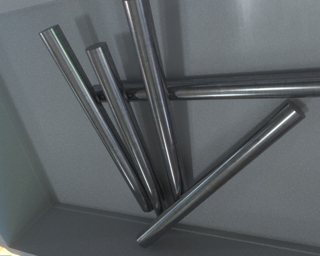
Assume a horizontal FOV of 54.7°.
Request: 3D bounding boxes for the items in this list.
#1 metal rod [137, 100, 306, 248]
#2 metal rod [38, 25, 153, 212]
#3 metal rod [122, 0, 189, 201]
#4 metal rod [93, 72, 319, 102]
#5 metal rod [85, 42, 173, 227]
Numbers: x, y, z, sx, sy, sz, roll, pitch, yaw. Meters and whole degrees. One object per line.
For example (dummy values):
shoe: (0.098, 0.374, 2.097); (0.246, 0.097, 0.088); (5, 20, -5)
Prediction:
metal rod: (0.058, 0.076, 0.399); (0.025, 0.025, 0.298); (41, 121, 0)
metal rod: (-0.072, 0.006, 0.425); (0.025, 0.025, 0.299); (-6, 123, 31)
metal rod: (0.006, -0.004, 0.375); (0.025, 0.025, 0.298); (6, 130, 25)
metal rod: (0.046, -0.044, 0.356); (0.300, 0.025, 0.025); (1, 119, 27)
metal rod: (-0.029, 0.030, 0.421); (0.025, 0.025, 0.299); (-1, 125, 28)
